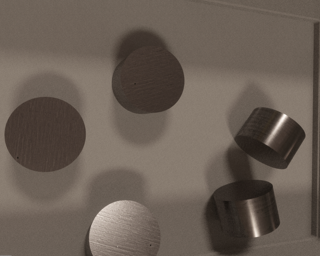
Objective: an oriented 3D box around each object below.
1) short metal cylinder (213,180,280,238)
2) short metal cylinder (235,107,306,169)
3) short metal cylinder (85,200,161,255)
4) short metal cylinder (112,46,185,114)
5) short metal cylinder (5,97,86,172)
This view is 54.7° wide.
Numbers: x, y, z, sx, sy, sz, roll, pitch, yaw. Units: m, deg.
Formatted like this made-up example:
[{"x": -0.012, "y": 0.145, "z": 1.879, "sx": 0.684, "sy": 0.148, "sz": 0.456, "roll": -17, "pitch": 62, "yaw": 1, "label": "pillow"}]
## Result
[{"x": 0.119, "y": 0.109, "z": 0.427, "sx": 0.081, "sy": 0.080, "sz": 0.050, "roll": -15, "pitch": 95, "yaw": -20, "label": "short metal cylinder"}, {"x": 0.155, "y": 0.015, "z": 0.441, "sx": 0.080, "sy": 0.080, "sz": 0.050, "roll": 40, "pitch": 77, "yaw": -16, "label": "short metal cylinder"}, {"x": -0.045, "y": 0.131, "z": 0.366, "sx": 0.081, "sy": 0.050, "sz": 0.080, "roll": 8, "pitch": 62, "yaw": -15, "label": "short metal cylinder"}, {"x": -0.016, "y": -0.058, "z": 0.392, "sx": 0.081, "sy": 0.050, "sz": 0.079, "roll": 0, "pitch": 90, "yaw": -21, "label": "short metal cylinder"}, {"x": -0.128, "y": 0.007, "z": 0.350, "sx": 0.081, "sy": 0.050, "sz": 0.079, "roll": 0, "pitch": 90, "yaw": -21, "label": "short metal cylinder"}]
